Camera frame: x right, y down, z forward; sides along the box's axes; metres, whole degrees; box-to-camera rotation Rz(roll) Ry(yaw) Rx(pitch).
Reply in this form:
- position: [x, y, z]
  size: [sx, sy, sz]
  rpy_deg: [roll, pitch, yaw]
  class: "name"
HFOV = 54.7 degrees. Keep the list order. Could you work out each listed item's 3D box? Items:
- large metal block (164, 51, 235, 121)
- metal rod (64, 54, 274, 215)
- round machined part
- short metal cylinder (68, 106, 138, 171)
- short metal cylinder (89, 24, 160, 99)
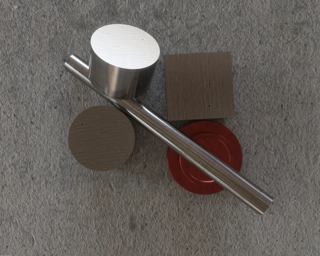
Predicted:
- position: [0.048, -0.051, 0.397]
  size: [0.081, 0.050, 0.080]
  rpy_deg: [-3, 90, 0]
  class: "large metal block"
- position: [0.001, 0.000, 0.377]
  size: [0.300, 0.025, 0.025]
  rpy_deg: [36, 90, 13]
  class: "metal rod"
- position: [0.058, 0.038, 0.402]
  size: [0.099, 0.042, 0.097]
  rpy_deg: [0, 90, 0]
  class: "round machined part"
- position: [-0.071, 0.012, 0.399]
  size: [0.081, 0.050, 0.080]
  rpy_deg: [0, 90, 0]
  class: "short metal cylinder"
- position: [-0.045, -0.082, 0.379]
  size: [0.081, 0.050, 0.080]
  rpy_deg: [9, 51, -11]
  class: "short metal cylinder"
